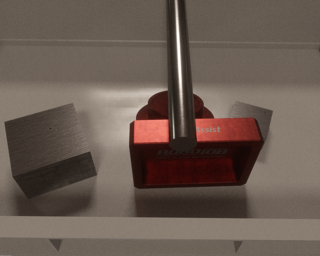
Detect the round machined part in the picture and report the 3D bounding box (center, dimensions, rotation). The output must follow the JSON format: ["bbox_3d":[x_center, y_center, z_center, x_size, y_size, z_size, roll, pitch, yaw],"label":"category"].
[{"bbox_3d":[0.019,-0.015,0.389,0.099,0.042,0.098,1,33,0],"label":"round machined part"}]

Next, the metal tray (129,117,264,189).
[{"bbox_3d":[0.035,0.030,0.337,0.131,0.089,0.030,-1,51,-2],"label":"metal tray"}]

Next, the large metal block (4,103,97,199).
[{"bbox_3d":[-0.128,0.025,0.366,0.081,0.050,0.080,-18,53,-15],"label":"large metal block"}]

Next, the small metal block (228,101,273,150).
[{"bbox_3d":[0.117,-0.004,0.410,0.050,0.025,0.050,17,52,13],"label":"small metal block"}]

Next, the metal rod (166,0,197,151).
[{"bbox_3d":[0.020,-0.109,0.361,0.025,0.025,0.300,0,55,0],"label":"metal rod"}]
